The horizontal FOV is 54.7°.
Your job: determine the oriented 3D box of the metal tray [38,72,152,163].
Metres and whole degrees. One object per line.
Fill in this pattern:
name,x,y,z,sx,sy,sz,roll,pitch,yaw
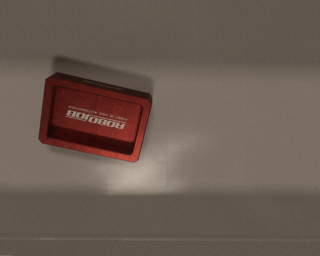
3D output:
metal tray,-0.083,-0.013,0.402,0.131,0.030,0.089,13,110,-5
